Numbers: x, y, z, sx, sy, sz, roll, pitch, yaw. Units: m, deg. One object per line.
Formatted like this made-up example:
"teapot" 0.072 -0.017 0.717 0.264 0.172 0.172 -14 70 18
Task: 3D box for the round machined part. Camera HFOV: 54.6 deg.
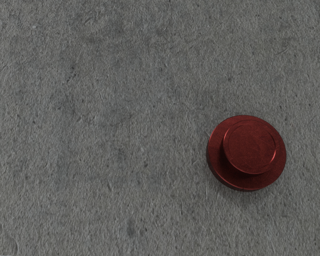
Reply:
"round machined part" 0.110 0.028 0.389 0.099 0.042 0.098 0 70 0
